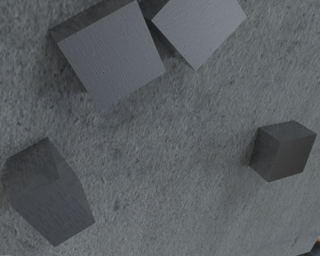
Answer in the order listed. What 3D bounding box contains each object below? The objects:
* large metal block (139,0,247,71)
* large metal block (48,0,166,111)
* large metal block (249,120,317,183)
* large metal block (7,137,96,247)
[{"bbox_3d":[0.032,-0.123,0.334,0.080,0.050,0.080,-47,130,4],"label":"large metal block"},{"bbox_3d":[-0.052,-0.078,0.315,0.080,0.050,0.080,-32,129,-8],"label":"large metal block"},{"bbox_3d":[0.209,0.039,0.532,0.081,0.050,0.079,-10,123,-24],"label":"large metal block"},{"bbox_3d":[-0.123,0.070,0.349,0.050,0.080,0.080,-30,129,-9],"label":"large metal block"}]
